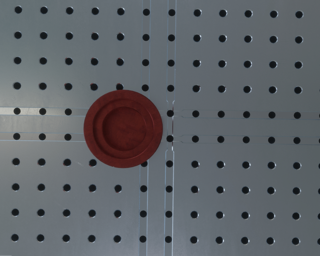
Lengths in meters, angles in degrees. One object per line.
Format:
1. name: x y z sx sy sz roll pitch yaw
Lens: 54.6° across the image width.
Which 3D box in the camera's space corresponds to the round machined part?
1. round machined part: -0.046 0.001 0.405 0.099 0.042 0.097 0 90 0
